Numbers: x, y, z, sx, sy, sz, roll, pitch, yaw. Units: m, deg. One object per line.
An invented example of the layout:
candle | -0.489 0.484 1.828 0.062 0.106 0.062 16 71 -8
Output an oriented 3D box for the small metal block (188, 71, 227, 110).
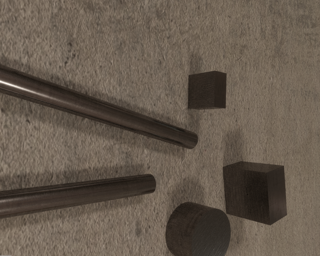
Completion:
small metal block | 0.068 -0.053 0.448 0.025 0.050 0.050 3 88 -40

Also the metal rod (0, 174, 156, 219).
metal rod | -0.128 0.070 0.298 0.302 0.025 0.025 0 90 -40

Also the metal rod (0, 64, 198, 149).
metal rod | -0.066 -0.019 0.350 0.302 0.025 0.025 18 78 -39

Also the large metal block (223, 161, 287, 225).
large metal block | 0.152 0.101 0.500 0.050 0.080 0.079 -9 96 -40

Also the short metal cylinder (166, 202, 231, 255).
short metal cylinder | 0.055 0.149 0.437 0.081 0.050 0.079 0 90 -40
